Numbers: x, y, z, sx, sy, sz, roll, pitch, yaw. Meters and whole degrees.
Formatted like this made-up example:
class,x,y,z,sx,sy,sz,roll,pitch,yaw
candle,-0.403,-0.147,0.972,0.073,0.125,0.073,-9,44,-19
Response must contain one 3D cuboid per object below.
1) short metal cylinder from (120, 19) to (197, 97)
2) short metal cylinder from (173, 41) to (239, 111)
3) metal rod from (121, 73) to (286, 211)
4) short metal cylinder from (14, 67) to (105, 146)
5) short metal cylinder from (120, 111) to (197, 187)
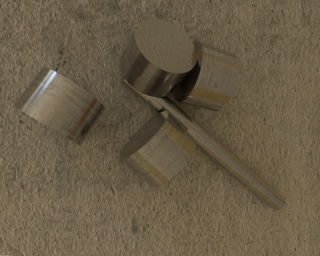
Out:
class,x,y,z,sx,sy,sz,roll,pitch,yaw
short metal cylinder,-0.002,-0.085,0.378,0.081,0.050,0.080,13,57,-22
short metal cylinder,0.057,-0.066,0.401,0.050,0.080,0.080,14,86,-20
metal rod,0.070,0.024,0.434,0.301,0.025,0.025,39,78,-16
short metal cylinder,-0.108,-0.022,0.340,0.080,0.080,0.050,34,79,-17
short metal cylinder,-0.003,0.025,0.379,0.050,0.080,0.080,46,76,-15
